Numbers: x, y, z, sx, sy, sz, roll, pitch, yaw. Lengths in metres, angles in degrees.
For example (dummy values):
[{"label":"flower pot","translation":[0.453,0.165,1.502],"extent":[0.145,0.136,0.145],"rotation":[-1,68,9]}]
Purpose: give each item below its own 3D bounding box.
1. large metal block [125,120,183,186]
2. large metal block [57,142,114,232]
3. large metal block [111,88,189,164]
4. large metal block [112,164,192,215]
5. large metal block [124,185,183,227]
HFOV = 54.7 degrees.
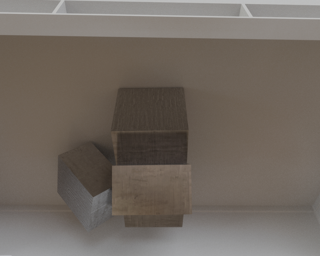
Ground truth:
[{"label":"large metal block","translation":[-0.010,0.034,0.422],"extent":[0.081,0.050,0.079],"rotation":[-1,130,0]},{"label":"large metal block","translation":[-0.097,0.080,0.427],"extent":[0.050,0.080,0.079],"rotation":[-25,144,-39]},{"label":"large metal block","translation":[-0.010,-0.004,0.366],"extent":[0.081,0.080,0.050],"rotation":[-1,130,0]},{"label":"large metal block","translation":[-0.008,0.066,0.353],"extent":[0.081,0.080,0.050],"rotation":[-1,85,0]},{"label":"large metal block","translation":[-0.009,0.095,0.451],"extent":[0.081,0.080,0.050],"rotation":[0,130,-1]}]
